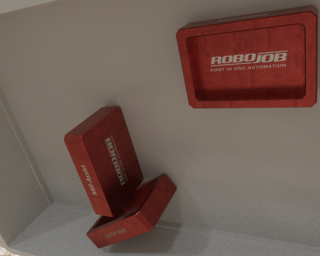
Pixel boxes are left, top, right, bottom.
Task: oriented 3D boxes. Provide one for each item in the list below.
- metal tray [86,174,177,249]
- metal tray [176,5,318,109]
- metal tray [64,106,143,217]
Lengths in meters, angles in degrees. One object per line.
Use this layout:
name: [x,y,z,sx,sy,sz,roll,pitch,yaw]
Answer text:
metal tray: [-0.043,0.126,0.467,0.130,0.090,0.030,-32,100,38]
metal tray: [0.088,-0.067,0.317,0.130,0.030,0.089,1,119,27]
metal tray: [-0.072,0.046,0.433,0.030,0.090,0.129,-1,118,29]
